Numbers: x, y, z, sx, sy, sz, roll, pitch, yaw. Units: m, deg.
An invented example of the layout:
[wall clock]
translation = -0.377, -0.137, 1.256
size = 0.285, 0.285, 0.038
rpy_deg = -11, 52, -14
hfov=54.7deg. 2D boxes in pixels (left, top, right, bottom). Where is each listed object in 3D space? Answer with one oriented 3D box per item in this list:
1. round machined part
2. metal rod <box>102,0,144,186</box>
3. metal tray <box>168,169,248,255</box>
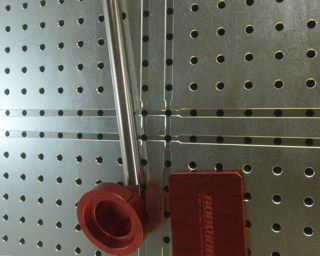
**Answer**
[round machined part]
translation = -0.057, 0.116, 0.413
size = 0.098, 0.042, 0.097
rpy_deg = 8, 111, 22
[metal rod]
translation = -0.054, -0.071, 0.430
size = 0.025, 0.025, 0.298
rpy_deg = -8, 87, 19
[metal tray]
translation = 0.061, 0.119, 0.388
size = 0.090, 0.030, 0.129
rpy_deg = -4, 89, 19
